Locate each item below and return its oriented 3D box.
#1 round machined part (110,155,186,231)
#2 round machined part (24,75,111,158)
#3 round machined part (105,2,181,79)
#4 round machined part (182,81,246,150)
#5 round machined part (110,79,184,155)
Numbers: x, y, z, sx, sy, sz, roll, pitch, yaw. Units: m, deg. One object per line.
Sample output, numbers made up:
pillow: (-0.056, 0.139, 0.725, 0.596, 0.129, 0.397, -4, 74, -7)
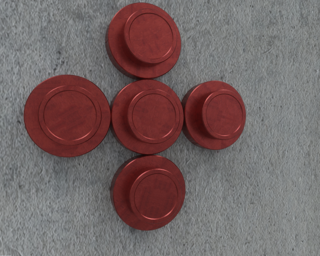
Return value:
round machined part: (-0.011, 0.084, 0.398, 0.099, 0.042, 0.097, 0, 90, -21)
round machined part: (-0.106, -0.014, 0.363, 0.099, 0.042, 0.097, 0, 90, -21)
round machined part: (-0.017, -0.112, 0.396, 0.099, 0.042, 0.097, 0, 90, -21)
round machined part: (0.079, -0.018, 0.432, 0.099, 0.042, 0.097, 0, 90, -21)
round machined part: (-0.013, -0.014, 0.397, 0.099, 0.042, 0.097, 0, 90, -21)
